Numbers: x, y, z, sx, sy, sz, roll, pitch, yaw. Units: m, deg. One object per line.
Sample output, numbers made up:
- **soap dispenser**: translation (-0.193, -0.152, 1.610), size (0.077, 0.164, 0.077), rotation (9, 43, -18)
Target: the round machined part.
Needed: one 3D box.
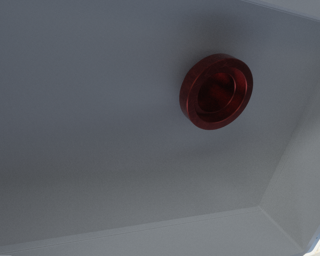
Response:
- **round machined part**: translation (0.068, -0.049, 0.403), size (0.099, 0.042, 0.097), rotation (-14, 124, -21)
